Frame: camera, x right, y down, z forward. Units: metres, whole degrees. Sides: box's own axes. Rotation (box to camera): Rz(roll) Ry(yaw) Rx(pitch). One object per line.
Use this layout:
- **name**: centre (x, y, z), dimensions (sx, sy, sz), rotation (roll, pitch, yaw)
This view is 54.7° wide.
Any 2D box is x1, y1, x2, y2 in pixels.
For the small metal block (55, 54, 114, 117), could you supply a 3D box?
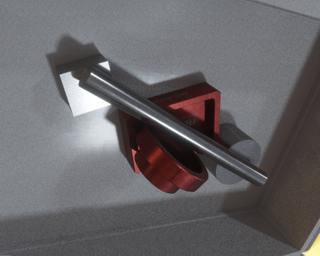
- **small metal block**: centre (-0.079, -0.047, 0.336), dimensions (0.050, 0.025, 0.050), rotation (-20, 127, -17)

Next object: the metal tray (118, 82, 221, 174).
- **metal tray**: centre (0.017, -0.001, 0.413), dimensions (0.131, 0.030, 0.089), rotation (-18, 126, -19)

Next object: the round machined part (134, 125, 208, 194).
- **round machined part**: centre (0.008, 0.040, 0.374), dimensions (0.098, 0.098, 0.042), rotation (31, 109, -38)

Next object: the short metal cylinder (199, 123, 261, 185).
- **short metal cylinder**: centre (0.106, 0.040, 0.475), dimensions (0.081, 0.050, 0.079), rotation (-14, 125, -21)

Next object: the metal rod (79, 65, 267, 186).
- **metal rod**: centre (0.038, 0.012, 0.384), dimensions (0.301, 0.025, 0.025), rotation (30, 102, -32)
